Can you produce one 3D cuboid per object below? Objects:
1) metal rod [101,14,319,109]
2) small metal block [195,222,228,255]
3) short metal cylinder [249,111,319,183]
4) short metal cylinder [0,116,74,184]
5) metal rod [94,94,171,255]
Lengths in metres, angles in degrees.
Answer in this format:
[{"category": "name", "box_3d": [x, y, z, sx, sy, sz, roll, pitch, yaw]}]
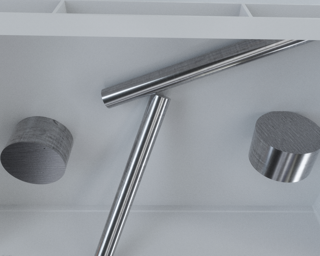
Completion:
[{"category": "metal rod", "box_3d": [0.075, -0.078, 0.343, 0.301, 0.025, 0.025, -17, 128, 13]}, {"category": "small metal block", "box_3d": [0.094, 0.203, 0.570, 0.050, 0.050, 0.025, 6, 130, -5]}, {"category": "short metal cylinder", "box_3d": [0.158, 0.022, 0.395, 0.081, 0.080, 0.050, -1, 130, 0]}, {"category": "short metal cylinder", "box_3d": [-0.163, 0.031, 0.416, 0.081, 0.050, 0.079, 0, 130, 0]}, {"category": "metal rod", "box_3d": [-0.049, 0.097, 0.410, 0.025, 0.025, 0.298, 17, 103, -14]}]
